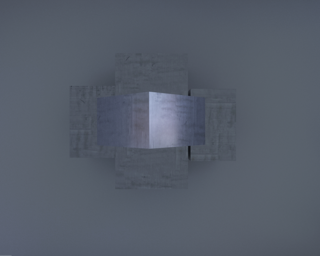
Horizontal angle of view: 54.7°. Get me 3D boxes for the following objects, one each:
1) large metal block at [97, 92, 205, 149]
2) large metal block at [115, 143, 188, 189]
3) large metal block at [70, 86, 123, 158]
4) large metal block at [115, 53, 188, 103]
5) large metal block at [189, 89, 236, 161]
[{"bbox_3d":[-0.009,-0.007,0.326,0.081,0.080,0.050,0,90,-45],"label":"large metal block"},{"bbox_3d":[-0.009,0.043,0.383,0.081,0.080,0.050,0,90,0],"label":"large metal block"},{"bbox_3d":[-0.075,-0.007,0.383,0.050,0.080,0.080,0,90,0],"label":"large metal block"},{"bbox_3d":[-0.009,-0.058,0.382,0.081,0.080,0.050,0,90,0],"label":"large metal block"},{"bbox_3d":[0.058,-0.004,0.381,0.050,0.080,0.080,0,90,-1],"label":"large metal block"}]
